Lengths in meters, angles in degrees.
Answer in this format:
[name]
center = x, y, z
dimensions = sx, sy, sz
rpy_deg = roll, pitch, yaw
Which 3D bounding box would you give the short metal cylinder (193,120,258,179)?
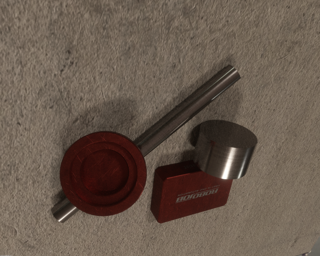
[short metal cylinder]
center = 0.091, 0.029, 0.441
dimensions = 0.081, 0.080, 0.050
rpy_deg = -4, 121, -27

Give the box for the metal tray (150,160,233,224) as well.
[metal tray]
center = 0.053, 0.095, 0.494
dimensions = 0.131, 0.030, 0.089
rpy_deg = -8, 122, -25

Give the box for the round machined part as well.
[round machined part]
center = -0.066, 0.052, 0.374
dimensions = 0.099, 0.042, 0.097
rpy_deg = 0, 92, -4

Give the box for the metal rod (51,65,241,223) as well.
[metal rod]
center = -0.017, 0.019, 0.411
dimensions = 0.301, 0.025, 0.025
rpy_deg = -39, 130, -2
